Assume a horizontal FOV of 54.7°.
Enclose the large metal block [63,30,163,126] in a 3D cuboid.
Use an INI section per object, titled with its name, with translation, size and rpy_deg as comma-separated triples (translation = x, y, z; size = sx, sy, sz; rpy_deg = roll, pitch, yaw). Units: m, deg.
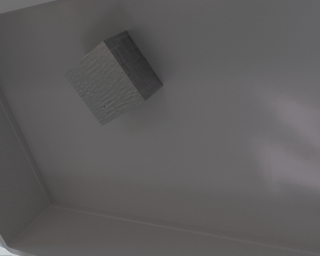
[large metal block]
translation = -0.057, -0.060, 0.386
size = 0.080, 0.050, 0.080
rpy_deg = -26, 105, 37
